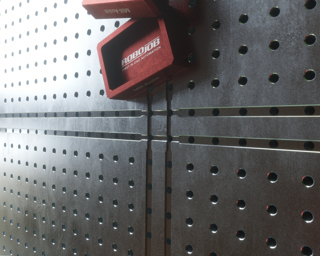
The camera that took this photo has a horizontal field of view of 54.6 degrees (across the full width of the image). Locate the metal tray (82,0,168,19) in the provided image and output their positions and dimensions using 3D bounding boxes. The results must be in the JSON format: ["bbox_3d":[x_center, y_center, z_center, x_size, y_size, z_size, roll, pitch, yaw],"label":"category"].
[{"bbox_3d":[-0.038,-0.193,0.415,0.130,0.030,0.090,14,74,39],"label":"metal tray"}]

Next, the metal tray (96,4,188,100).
[{"bbox_3d":[-0.030,-0.102,0.431,0.130,0.030,0.090,-22,76,38],"label":"metal tray"}]
